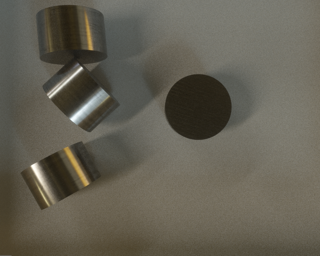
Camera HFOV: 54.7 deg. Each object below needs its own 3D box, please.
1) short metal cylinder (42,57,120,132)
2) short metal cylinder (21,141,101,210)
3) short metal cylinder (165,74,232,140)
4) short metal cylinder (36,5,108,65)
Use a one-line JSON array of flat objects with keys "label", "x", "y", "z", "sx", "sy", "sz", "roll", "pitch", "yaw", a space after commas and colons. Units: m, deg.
[{"label": "short metal cylinder", "x": -0.096, "y": -0.041, "z": 0.383, "sx": 0.050, "sy": 0.080, "sz": 0.080, "roll": -43, "pitch": 90, "yaw": 0}, {"label": "short metal cylinder", "x": -0.121, "y": 0.058, "z": 0.383, "sx": 0.080, "sy": 0.080, "sz": 0.050, "roll": -29, "pitch": 90, "yaw": 0}, {"label": "short metal cylinder", "x": 0.046, "y": -0.025, "z": 0.399, "sx": 0.081, "sy": 0.050, "sz": 0.080, "roll": 0, "pitch": 90, "yaw": 0}, {"label": "short metal cylinder", "x": -0.108, "y": -0.111, "z": 0.383, "sx": 0.080, "sy": 0.080, "sz": 0.050, "roll": -5, "pitch": 90, "yaw": 0}]
